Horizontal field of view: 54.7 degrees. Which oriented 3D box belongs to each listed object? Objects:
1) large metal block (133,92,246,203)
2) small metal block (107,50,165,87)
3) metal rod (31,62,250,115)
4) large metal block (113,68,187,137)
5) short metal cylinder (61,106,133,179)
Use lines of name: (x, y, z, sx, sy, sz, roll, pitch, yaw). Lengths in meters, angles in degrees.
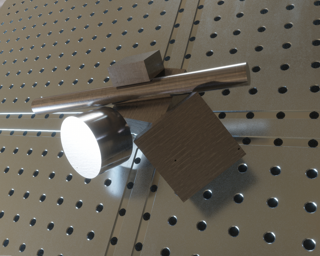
large metal block: (0.030, 0.018, 0.334, 0.080, 0.050, 0.080, -39, 95, 2)
small metal block: (-0.029, -0.074, 0.385, 0.050, 0.025, 0.050, -6, 24, 25)
metal rod: (-0.043, -0.044, 0.389, 0.300, 0.025, 0.025, -5, 59, 25)
large metal block: (-0.007, -0.033, 0.411, 0.080, 0.050, 0.080, 12, 67, 33)
short metal cylinder: (-0.081, 0.017, 0.392, 0.080, 0.079, 0.050, 21, 30, 36)
